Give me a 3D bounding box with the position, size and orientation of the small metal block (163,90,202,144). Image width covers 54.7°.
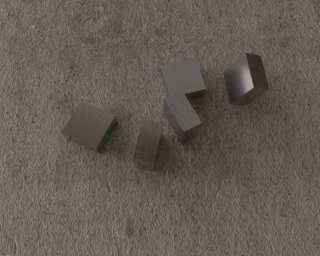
[{"bbox_3d":[0.028,-0.013,0.400,0.025,0.050,0.050,-27,72,-9],"label":"small metal block"}]

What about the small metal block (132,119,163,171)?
[{"bbox_3d":[-0.014,0.023,0.386,0.025,0.050,0.050,12,71,4],"label":"small metal block"}]

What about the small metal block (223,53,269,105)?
[{"bbox_3d":[0.114,-0.064,0.416,0.025,0.050,0.050,3,68,-24],"label":"small metal block"}]

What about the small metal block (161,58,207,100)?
[{"bbox_3d":[0.032,-0.065,0.432,0.050,0.025,0.050,-14,71,-5],"label":"small metal block"}]

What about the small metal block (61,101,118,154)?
[{"bbox_3d":[-0.091,-0.001,0.408,0.050,0.025,0.050,24,72,8],"label":"small metal block"}]
